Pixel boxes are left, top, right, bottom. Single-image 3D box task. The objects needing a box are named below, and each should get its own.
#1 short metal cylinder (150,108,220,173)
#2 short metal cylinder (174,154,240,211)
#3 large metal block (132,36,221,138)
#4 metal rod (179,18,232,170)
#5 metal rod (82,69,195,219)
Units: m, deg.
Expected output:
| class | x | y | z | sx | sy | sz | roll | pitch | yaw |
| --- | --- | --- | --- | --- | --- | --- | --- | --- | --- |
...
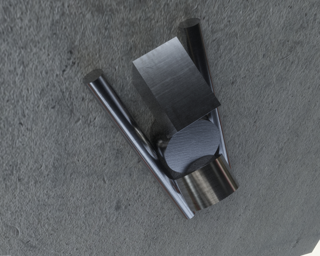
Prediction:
| class | x | y | z | sx | sy | sz | roll | pitch | yaw |
| --- | --- | --- | --- | --- | --- | --- | --- | --- | --- |
| short metal cylinder | 0.033 | 0.013 | 0.418 | 0.081 | 0.050 | 0.079 | -14 | 124 | -21 |
| short metal cylinder | 0.067 | 0.078 | 0.450 | 0.080 | 0.080 | 0.050 | -28 | 86 | -11 |
| large metal block | 0.013 | -0.038 | 0.336 | 0.050 | 0.080 | 0.080 | -32 | 87 | -8 |
| metal rod | 0.076 | -0.009 | 0.443 | 0.025 | 0.025 | 0.299 | -29 | 128 | -10 |
| metal rod | -0.012 | 0.043 | 0.428 | 0.025 | 0.025 | 0.299 | -35 | 129 | -5 |
